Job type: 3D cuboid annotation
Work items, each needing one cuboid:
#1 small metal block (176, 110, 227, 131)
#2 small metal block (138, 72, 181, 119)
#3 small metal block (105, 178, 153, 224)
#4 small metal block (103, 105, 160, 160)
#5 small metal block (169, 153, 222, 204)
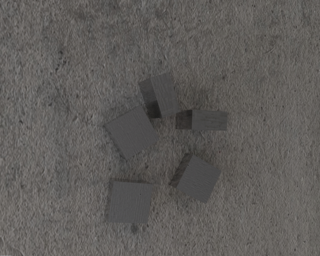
[{"bbox_3d":[0.055,-0.010,0.416,0.050,0.050,0.025,2,90,-20],"label":"small metal block"},{"bbox_3d":[-0.002,-0.040,0.395,0.025,0.050,0.050,-20,97,-19],"label":"small metal block"},{"bbox_3d":[-0.040,0.092,0.394,0.050,0.025,0.050,9,87,-20],"label":"small metal block"},{"bbox_3d":[-0.037,0.005,0.395,0.050,0.025,0.050,-31,100,-17],"label":"small metal block"},{"bbox_3d":[0.049,0.069,0.427,0.050,0.025,0.050,31,80,-18],"label":"small metal block"}]
